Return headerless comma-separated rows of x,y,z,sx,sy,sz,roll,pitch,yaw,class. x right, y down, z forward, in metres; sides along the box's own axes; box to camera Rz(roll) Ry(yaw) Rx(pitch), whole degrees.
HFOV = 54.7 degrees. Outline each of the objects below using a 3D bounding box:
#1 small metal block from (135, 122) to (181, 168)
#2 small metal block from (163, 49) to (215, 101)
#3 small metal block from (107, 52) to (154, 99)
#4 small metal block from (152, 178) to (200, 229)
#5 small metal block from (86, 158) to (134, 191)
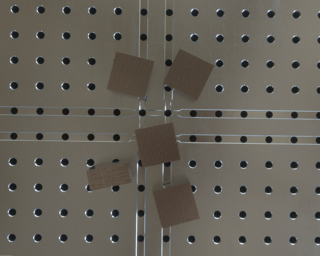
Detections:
-0.003,0.022,0.413,0.050,0.025,0.050,-12,90,-1,small metal block
0.037,-0.070,0.414,0.050,0.025,0.050,26,90,-1,small metal block
-0.038,-0.069,0.413,0.050,0.025,0.050,14,90,-1,small metal block
0.021,0.100,0.414,0.050,0.025,0.050,-15,90,-1,small metal block
-0.062,0.059,0.400,0.050,0.050,0.025,-11,90,0,small metal block
